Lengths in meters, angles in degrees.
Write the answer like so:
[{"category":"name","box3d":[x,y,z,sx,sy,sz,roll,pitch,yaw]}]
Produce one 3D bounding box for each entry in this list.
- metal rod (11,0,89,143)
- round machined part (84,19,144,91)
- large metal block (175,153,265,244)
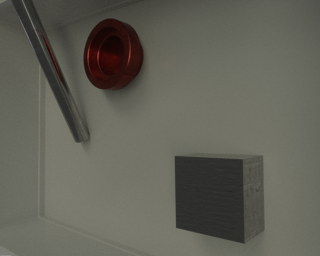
[{"category":"metal rod","box3d":[-0.166,-0.109,0.444,0.025,0.025,0.298,10,127,39]},{"category":"round machined part","box3d":[-0.062,-0.102,0.445,0.098,0.042,0.097,0,90,39]},{"category":"large metal block","box3d":[0.064,0.070,0.336,0.080,0.050,0.079,-2,89,39]}]
